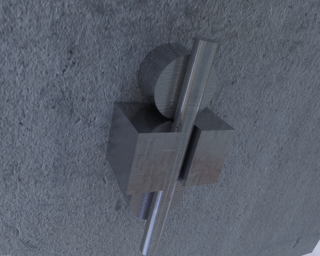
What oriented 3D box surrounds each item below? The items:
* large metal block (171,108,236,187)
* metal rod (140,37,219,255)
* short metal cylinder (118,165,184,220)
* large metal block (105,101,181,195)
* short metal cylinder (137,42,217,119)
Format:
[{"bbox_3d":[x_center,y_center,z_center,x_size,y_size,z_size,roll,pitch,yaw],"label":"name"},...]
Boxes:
[{"bbox_3d":[0.044,0.019,0.408,0.050,0.080,0.079,-1,119,-28],"label":"large metal block"},{"bbox_3d":[0.016,0.041,0.377,0.025,0.025,0.298,-1,119,-28],"label":"metal rod"},{"bbox_3d":[-0.013,0.081,0.436,0.081,0.050,0.079,-14,124,-21],"label":"short metal cylinder"},{"bbox_3d":[-0.024,0.021,0.372,0.050,0.080,0.079,-1,119,-28],"label":"large metal block"},{"bbox_3d":[0.020,-0.056,0.368,0.081,0.050,0.079,-14,124,-21],"label":"short metal cylinder"}]
